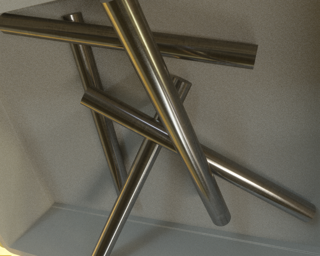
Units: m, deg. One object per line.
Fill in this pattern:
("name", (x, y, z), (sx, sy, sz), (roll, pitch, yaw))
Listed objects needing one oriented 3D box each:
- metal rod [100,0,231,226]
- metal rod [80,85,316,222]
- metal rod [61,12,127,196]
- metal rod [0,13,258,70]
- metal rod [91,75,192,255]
("metal rod", (0.024, 0.011, 0.309), (0.025, 0.025, 0.299), (-2, 134, 29))
("metal rod", (0.049, 0.033, 0.363), (0.301, 0.025, 0.025), (28, 129, -6))
("metal rod", (-0.082, -0.009, 0.446), (0.025, 0.025, 0.298), (3, 120, 27))
("metal rod", (-0.047, -0.100, 0.348), (0.301, 0.025, 0.025), (11, 124, 13))
("metal rod", (-0.034, 0.072, 0.409), (0.025, 0.025, 0.298), (28, 109, 10))
